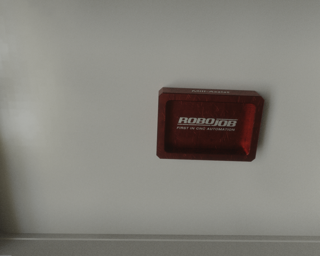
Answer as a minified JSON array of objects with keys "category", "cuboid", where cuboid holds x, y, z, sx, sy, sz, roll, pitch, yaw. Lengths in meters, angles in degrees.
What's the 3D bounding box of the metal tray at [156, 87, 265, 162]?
[{"category":"metal tray","cuboid":[0.062,-0.004,0.407,0.131,0.030,0.089,2,110,-1]}]
